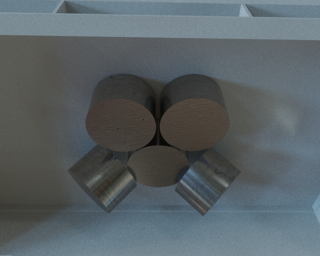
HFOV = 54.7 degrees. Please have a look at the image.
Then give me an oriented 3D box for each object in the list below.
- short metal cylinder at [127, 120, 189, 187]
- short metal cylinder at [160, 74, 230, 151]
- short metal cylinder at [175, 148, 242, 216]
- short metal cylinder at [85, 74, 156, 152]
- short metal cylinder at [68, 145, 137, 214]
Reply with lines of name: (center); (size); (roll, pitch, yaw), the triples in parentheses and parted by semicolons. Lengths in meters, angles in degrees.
short metal cylinder: (-0.002, 0.035, 0.418); (0.081, 0.050, 0.079); (0, 130, 0)
short metal cylinder: (0.040, -0.018, 0.376); (0.081, 0.050, 0.079); (0, 130, 0)
short metal cylinder: (0.066, 0.074, 0.427); (0.050, 0.081, 0.079); (40, 129, 18)
short metal cylinder: (-0.045, -0.017, 0.374); (0.081, 0.050, 0.079); (0, 130, 0)
short metal cylinder: (-0.078, 0.069, 0.421); (0.050, 0.080, 0.080); (-44, 132, -22)
